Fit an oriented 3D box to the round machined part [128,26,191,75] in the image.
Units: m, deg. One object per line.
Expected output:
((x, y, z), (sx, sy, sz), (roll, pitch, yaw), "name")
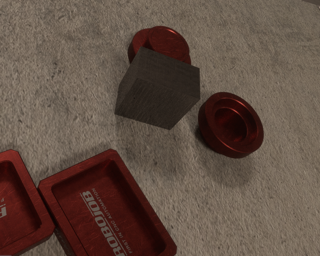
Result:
((0.005, -0.114, 0.467), (0.099, 0.042, 0.098), (14, 56, -21), "round machined part")

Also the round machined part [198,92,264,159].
((0.097, 0.000, 0.447), (0.099, 0.042, 0.098), (14, 56, -21), "round machined part")

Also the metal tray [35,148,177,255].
((-0.054, 0.095, 0.314), (0.091, 0.030, 0.130), (-25, 76, -37), "metal tray")

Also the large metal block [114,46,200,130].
((-0.004, -0.047, 0.396), (0.081, 0.080, 0.050), (16, 55, -20), "large metal block")

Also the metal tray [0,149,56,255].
((-0.169, 0.082, 0.259), (0.131, 0.030, 0.090), (-23, 74, -36), "metal tray")
